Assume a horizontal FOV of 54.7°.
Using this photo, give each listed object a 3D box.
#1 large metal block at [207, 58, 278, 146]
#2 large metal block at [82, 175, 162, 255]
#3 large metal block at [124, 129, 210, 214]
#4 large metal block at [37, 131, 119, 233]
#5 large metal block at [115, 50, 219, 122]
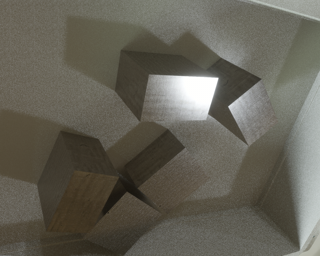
[{"bbox_3d":[0.099,-0.035,0.407,0.050,0.080,0.080,-40,130,-2],"label":"large metal block"},{"bbox_3d":[-0.058,0.119,0.432,0.080,0.050,0.080,-47,130,-1],"label":"large metal block"},{"bbox_3d":[0.011,0.062,0.439,0.080,0.050,0.080,-40,130,-1],"label":"large metal block"},{"bbox_3d":[-0.098,0.061,0.358,0.050,0.080,0.080,16,110,-35],"label":"large metal block"},{"bbox_3d":[0.004,-0.048,0.347,0.081,0.080,0.050,-2,120,-28],"label":"large metal block"}]
